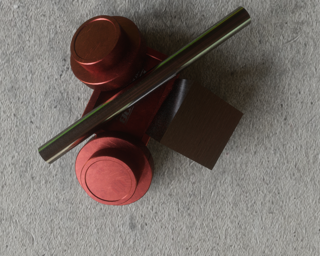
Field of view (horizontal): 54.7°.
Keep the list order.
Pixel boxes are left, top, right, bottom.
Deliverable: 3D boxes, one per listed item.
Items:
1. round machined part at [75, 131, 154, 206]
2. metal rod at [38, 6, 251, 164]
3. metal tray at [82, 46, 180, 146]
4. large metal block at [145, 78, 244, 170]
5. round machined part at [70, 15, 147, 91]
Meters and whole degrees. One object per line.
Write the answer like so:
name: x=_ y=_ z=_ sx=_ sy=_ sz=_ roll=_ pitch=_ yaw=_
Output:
round machined part: x=-0.058 y=0.056 z=0.385 sx=0.099 sy=0.042 sz=0.097 roll=2 pitch=111 yaw=6
metal rod: x=-0.018 y=-0.053 z=0.382 sx=0.301 sy=0.025 sz=0.025 roll=-35 pitch=90 yaw=0
metal tray: x=-0.037 y=-0.043 z=0.408 sx=0.090 sy=0.030 sz=0.129 roll=25 pitch=90 yaw=0
large metal block: x=0.042 y=-0.005 z=0.385 sx=0.080 sy=0.050 sz=0.080 roll=29 pitch=89 yaw=-25
round machined part: x=-0.070 y=-0.098 z=0.382 sx=0.098 sy=0.042 sz=0.098 roll=-7 pitch=68 yaw=19
